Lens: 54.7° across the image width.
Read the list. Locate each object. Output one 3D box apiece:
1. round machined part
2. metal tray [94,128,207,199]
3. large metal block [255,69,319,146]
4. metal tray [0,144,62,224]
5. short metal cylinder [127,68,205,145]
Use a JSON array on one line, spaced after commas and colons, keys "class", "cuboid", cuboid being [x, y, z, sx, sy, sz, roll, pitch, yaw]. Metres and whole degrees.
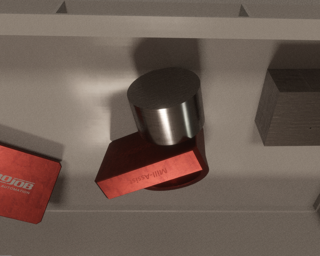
[{"class": "round machined part", "cuboid": [0.015, 0.049, 0.427, 0.099, 0.042, 0.098, -8, 149, -5]}, {"class": "metal tray", "cuboid": [-0.010, 0.032, 0.391, 0.130, 0.090, 0.030, -20, 117, 16]}, {"class": "large metal block", "cuboid": [0.168, -0.024, 0.375, 0.081, 0.050, 0.079, -1, 130, 0]}, {"class": "metal tray", "cuboid": [-0.215, 0.071, 0.427, 0.131, 0.030, 0.090, 20, 83, -18]}, {"class": "short metal cylinder", "cuboid": [0.008, -0.026, 0.351, 0.080, 0.080, 0.050, -8, 130, 6]}]
